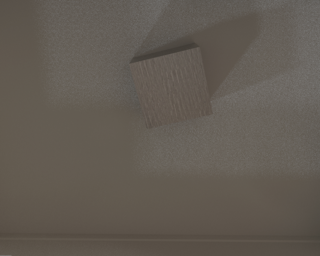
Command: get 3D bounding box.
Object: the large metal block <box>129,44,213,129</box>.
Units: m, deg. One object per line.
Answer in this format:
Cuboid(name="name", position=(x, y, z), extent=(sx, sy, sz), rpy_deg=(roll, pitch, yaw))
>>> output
Cuboid(name="large metal block", position=(0.014, -0.052, 0.379), extent=(0.080, 0.050, 0.080), rpy_deg=(-13, 110, 4))
